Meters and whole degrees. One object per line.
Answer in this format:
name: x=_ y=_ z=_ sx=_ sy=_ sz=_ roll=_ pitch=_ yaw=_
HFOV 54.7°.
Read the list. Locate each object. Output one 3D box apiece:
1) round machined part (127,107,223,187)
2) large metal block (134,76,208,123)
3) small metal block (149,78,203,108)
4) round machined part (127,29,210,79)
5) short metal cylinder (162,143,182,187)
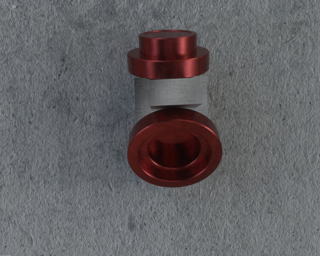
round machined part: x=0.015 y=0.017 z=0.337 sx=0.099 sy=0.042 sz=0.097 roll=-1 pitch=129 yaw=-1
large metal block: x=0.012 y=-0.032 z=0.383 sx=0.081 sy=0.080 sz=0.050 roll=-2 pitch=90 yaw=-1
small metal block: x=0.015 y=-0.034 z=0.318 sx=0.050 sy=0.050 sz=0.025 roll=-3 pitch=90 yaw=0
round machined part: x=0.010 y=-0.092 z=0.371 sx=0.099 sy=0.098 sz=0.042 roll=-2 pitch=115 yaw=-1
short metal cylinder: x=0.013 y=0.033 z=0.400 sx=0.081 sy=0.050 sz=0.079 roll=0 pitch=90 yaw=-1
